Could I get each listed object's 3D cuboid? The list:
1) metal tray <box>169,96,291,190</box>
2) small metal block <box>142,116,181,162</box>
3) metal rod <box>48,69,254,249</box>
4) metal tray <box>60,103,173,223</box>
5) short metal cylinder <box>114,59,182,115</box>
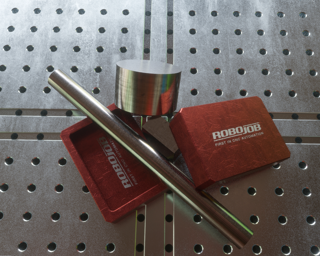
[{"bbox_3d":[0.086,0.013,0.374,0.131,0.030,0.090,-11,68,-30],"label":"metal tray"},{"bbox_3d":[0.006,0.013,0.389,0.050,0.050,0.025,39,75,13],"label":"small metal block"},{"bbox_3d":[-0.021,0.028,0.366,0.300,0.025,0.025,39,75,12],"label":"metal rod"},{"bbox_3d":[-0.055,0.040,0.389,0.090,0.030,0.130,-30,73,-11],"label":"metal tray"},{"bbox_3d":[-0.016,-0.054,0.391,0.080,0.080,0.050,8,112,3],"label":"short metal cylinder"}]
